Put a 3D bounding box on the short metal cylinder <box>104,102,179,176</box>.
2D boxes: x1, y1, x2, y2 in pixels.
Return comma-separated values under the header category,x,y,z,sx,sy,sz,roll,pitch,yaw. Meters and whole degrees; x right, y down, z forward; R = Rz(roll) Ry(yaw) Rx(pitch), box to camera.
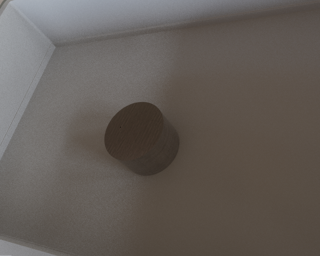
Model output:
category,x,y,z,sx,sy,sz,roll,pitch,yaw
short metal cylinder,-0.022,0.014,0.391,0.080,0.050,0.080,-13,56,20
